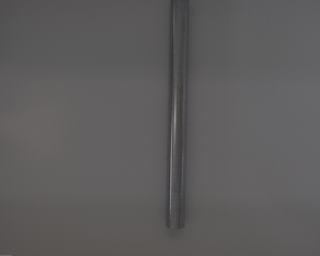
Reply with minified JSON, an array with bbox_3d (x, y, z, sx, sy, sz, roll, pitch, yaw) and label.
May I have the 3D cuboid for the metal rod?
[{"bbox_3d":[0.023,-0.019,0.411,0.025,0.025,0.298,1,90,0],"label":"metal rod"}]
